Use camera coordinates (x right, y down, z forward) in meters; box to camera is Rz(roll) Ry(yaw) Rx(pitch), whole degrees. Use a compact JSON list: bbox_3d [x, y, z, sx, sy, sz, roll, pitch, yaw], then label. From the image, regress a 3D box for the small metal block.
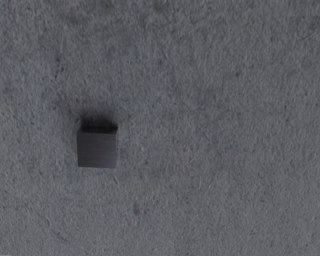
[{"bbox_3d":[-0.083,0.026,0.419,0.050,0.025,0.050,3,110,-2],"label":"small metal block"}]
